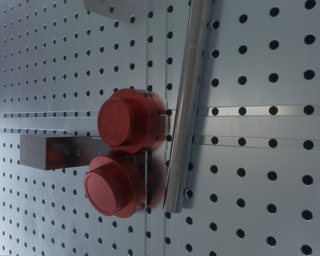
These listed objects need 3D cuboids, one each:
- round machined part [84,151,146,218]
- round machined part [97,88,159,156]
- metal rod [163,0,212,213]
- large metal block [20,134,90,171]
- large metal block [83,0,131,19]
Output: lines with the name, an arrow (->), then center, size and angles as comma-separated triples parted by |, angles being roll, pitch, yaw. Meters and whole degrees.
round machined part -> -0.070, 0.085, 0.438 | 0.098, 0.042, 0.097 | 18, 120, 35
round machined part -> -0.052, -0.008, 0.441 | 0.098, 0.042, 0.097 | 0, 90, 40
metal rod -> 0.035, -0.043, 0.380 | 0.025, 0.025, 0.298 | 12, 98, 39
large metal block -> -0.176, 0.037, 0.519 | 0.080, 0.081, 0.050 | 3, 92, 40
large metal block -> -0.076, -0.224, 0.456 | 0.080, 0.050, 0.080 | -27, 73, 36
